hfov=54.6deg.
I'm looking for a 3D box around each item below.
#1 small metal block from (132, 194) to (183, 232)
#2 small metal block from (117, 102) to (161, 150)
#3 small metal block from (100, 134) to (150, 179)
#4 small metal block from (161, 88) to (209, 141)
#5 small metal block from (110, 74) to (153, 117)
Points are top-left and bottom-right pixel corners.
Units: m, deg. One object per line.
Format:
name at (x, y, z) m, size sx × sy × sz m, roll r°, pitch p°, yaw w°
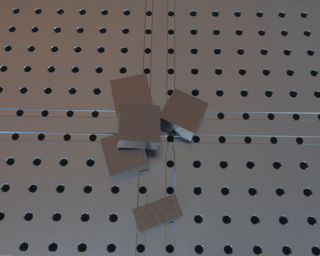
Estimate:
small metal block at (-0.003, 0.101, 0.362) m, size 0.050 × 0.050 × 0.025 m, roll -19°, pitch 71°, yaw -7°
small metal block at (-0.027, -0.002, 0.386) m, size 0.050 × 0.025 × 0.050 m, roll 4°, pitch 65°, yaw -12°
small metal block at (-0.045, 0.033, 0.399) m, size 0.050 × 0.025 × 0.050 m, roll -17°, pitch 71°, yaw -6°
small metal block at (0.031, -0.018, 0.415) m, size 0.050 × 0.025 × 0.050 m, roll 26°, pitch 64°, yaw 9°
small metal block at (-0.038, -0.043, 0.427) m, size 0.050 × 0.025 × 0.050 m, roll -12°, pitch 70°, yaw -4°
